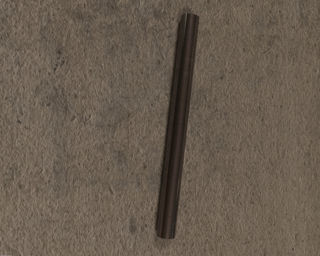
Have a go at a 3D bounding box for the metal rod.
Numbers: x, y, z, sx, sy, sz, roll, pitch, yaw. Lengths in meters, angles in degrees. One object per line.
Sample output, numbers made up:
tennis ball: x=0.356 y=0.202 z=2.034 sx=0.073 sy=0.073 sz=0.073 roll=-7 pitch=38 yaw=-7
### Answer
metal rod: x=0.025 y=-0.004 z=0.419 sx=0.025 sy=0.025 sz=0.298 roll=7 pitch=88 yaw=-20
